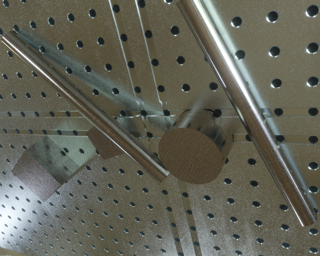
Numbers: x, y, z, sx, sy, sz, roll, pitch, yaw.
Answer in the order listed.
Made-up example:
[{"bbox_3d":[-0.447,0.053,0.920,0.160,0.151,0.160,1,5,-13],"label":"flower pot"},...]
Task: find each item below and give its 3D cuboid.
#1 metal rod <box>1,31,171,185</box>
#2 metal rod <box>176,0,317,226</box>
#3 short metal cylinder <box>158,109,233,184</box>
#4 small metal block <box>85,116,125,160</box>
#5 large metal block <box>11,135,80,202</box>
[{"bbox_3d":[-0.104,-0.033,0.423,0.300,0.025,0.025,41,129,9],"label":"metal rod"},{"bbox_3d":[0.105,-0.010,0.349,0.025,0.025,0.299,-22,107,36],"label":"metal rod"},{"bbox_3d":[0.045,0.023,0.385,0.080,0.050,0.079,13,124,21],"label":"short metal cylinder"},{"bbox_3d":[-0.073,0.016,0.460,0.050,0.025,0.050,-19,109,35],"label":"small metal block"},{"bbox_3d":[-0.203,0.073,0.547,0.080,0.050,0.080,45,129,-4],"label":"large metal block"}]
